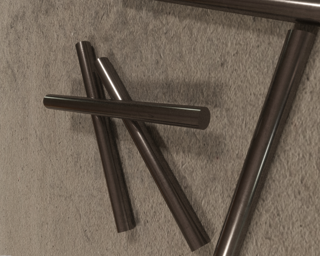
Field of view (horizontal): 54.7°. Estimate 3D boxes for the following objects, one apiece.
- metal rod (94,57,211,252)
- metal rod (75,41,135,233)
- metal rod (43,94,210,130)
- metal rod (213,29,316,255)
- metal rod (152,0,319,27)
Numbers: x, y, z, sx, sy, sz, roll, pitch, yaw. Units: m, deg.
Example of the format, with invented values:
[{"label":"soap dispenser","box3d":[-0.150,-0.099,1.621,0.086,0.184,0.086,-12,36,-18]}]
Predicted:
[{"label":"metal rod","box3d":[-0.021,0.020,0.420,0.025,0.025,0.299,-44,64,31]},{"label":"metal rod","box3d":[-0.087,0.005,0.473,0.025,0.025,0.299,-25,75,37]},{"label":"metal rod","box3d":[-0.068,-0.027,0.424,0.300,0.025,0.025,8,95,39]},{"label":"metal rod","box3d":[0.097,0.051,0.324,0.025,0.025,0.298,24,105,37]},{"label":"metal rod","box3d":[0.047,-0.155,0.364,0.300,0.025,0.025,26,107,36]}]
